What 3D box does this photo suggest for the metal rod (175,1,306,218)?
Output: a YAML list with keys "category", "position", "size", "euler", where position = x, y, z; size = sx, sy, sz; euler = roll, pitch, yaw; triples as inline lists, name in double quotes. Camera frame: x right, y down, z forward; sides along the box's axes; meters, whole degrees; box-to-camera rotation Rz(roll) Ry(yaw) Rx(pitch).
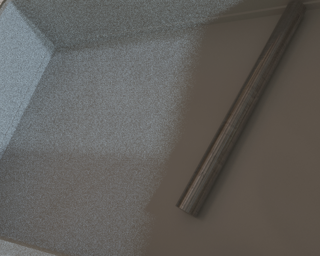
- category: "metal rod"
  position: [0.104, -0.033, 0.371]
  size: [0.025, 0.025, 0.300]
  euler: [21, 73, 35]
